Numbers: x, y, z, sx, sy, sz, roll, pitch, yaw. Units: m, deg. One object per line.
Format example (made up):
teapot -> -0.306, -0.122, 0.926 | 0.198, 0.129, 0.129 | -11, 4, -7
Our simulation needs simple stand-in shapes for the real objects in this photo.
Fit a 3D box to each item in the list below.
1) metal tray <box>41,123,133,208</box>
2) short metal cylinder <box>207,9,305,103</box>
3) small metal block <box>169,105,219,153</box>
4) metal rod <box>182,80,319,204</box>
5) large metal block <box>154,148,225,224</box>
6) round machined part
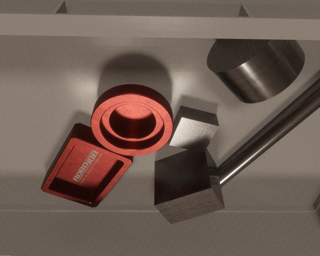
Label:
metal tray -> -0.108, 0.060, 0.455 | 0.090, 0.030, 0.129 | 25, 126, -20
short metal cylinder -> 0.095, -0.072, 0.314 | 0.080, 0.080, 0.050 | -35, 122, 25
small metal block -> 0.044, 0.002, 0.412 | 0.050, 0.025, 0.050 | 13, 129, -12
metal rod -> 0.121, 0.043, 0.447 | 0.025, 0.025, 0.298 | 27, 125, -21
large metal block -> 0.040, 0.079, 0.441 | 0.080, 0.080, 0.050 | -22, 127, 17
round machined part -> -0.033, -0.014, 0.386 | 0.099, 0.042, 0.097 | -1, 130, 0
